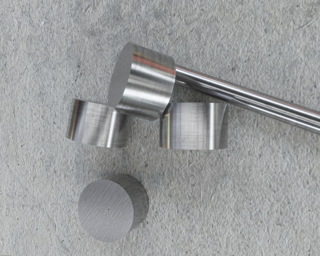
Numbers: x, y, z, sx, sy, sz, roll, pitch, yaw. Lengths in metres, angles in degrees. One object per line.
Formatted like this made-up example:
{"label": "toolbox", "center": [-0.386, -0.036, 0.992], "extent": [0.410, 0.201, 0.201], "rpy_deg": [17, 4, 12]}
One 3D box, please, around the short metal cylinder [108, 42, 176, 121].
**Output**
{"label": "short metal cylinder", "center": [-0.023, -0.053, 0.359], "extent": [0.050, 0.080, 0.080], "rpy_deg": [14, 97, -23]}

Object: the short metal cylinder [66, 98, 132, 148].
{"label": "short metal cylinder", "center": [-0.079, -0.007, 0.407], "extent": [0.080, 0.080, 0.050], "rpy_deg": [13, 94, 19]}

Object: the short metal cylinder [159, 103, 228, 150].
{"label": "short metal cylinder", "center": [0.039, -0.002, 0.366], "extent": [0.080, 0.080, 0.050], "rpy_deg": [1, 90, 20]}

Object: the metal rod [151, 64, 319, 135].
{"label": "metal rod", "center": [0.125, -0.027, 0.364], "extent": [0.301, 0.025, 0.025], "rpy_deg": [22, 98, 18]}

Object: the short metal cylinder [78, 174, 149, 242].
{"label": "short metal cylinder", "center": [-0.062, 0.105, 0.417], "extent": [0.080, 0.050, 0.079], "rpy_deg": [0, 90, 20]}
